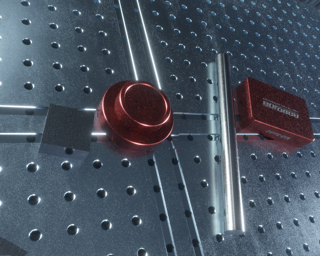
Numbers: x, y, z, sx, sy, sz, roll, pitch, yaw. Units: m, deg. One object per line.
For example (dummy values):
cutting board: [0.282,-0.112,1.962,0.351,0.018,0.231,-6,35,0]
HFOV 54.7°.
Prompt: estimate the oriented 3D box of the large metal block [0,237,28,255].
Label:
large metal block: [-0.163,0.115,0.234,0.080,0.050,0.080,34,51,-7]

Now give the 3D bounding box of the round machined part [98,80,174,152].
round machined part: [-0.026,-0.022,0.399,0.099,0.042,0.098,14,56,-21]

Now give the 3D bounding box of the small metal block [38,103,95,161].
small metal block: [-0.105,0.005,0.350,0.050,0.025,0.050,14,56,-21]

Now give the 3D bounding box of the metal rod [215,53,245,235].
metal rod: [0.101,0.003,0.462,0.025,0.025,0.300,17,55,-19]

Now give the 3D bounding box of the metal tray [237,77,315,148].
metal tray: [0.197,-0.026,0.530,0.131,0.030,0.090,17,55,-19]
